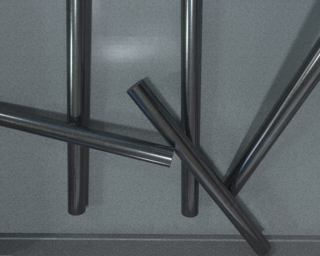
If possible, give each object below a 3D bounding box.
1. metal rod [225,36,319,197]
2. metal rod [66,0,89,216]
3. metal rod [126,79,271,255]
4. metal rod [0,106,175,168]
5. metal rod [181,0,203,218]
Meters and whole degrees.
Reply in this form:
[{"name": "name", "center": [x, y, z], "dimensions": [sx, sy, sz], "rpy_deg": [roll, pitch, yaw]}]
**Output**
[{"name": "metal rod", "center": [0.142, -0.016, 0.363], "dimensions": [0.025, 0.025, 0.298], "rpy_deg": [18, 126, -7]}, {"name": "metal rod", "center": [-0.108, -0.018, 0.403], "dimensions": [0.025, 0.025, 0.298], "rpy_deg": [5, 110, -2]}, {"name": "metal rod", "center": [0.060, 0.062, 0.406], "dimensions": [0.025, 0.025, 0.300], "rpy_deg": [-35, 107, 12]}, {"name": "metal rod", "center": [-0.132, 0.001, 0.386], "dimensions": [0.301, 0.025, 0.025], "rpy_deg": [13, 110, 4]}, {"name": "metal rod", "center": [0.040, -0.015, 0.405], "dimensions": [0.025, 0.025, 0.298], "rpy_deg": [-1, 110, 0]}]
